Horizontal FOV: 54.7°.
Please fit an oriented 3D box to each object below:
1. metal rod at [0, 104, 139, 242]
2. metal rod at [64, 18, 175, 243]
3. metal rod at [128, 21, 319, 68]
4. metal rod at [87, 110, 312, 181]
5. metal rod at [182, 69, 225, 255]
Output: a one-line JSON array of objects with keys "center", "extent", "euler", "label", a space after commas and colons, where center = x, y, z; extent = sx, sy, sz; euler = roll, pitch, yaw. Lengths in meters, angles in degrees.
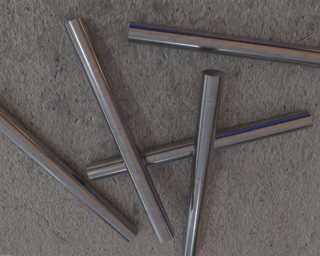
[{"center": [-0.141, 0.057, 0.429], "extent": [0.025, 0.025, 0.300], "euler": [-40, 106, 13], "label": "metal rod"}, {"center": [-0.046, 0.012, 0.392], "extent": [0.025, 0.025, 0.299], "euler": [-21, 101, 7], "label": "metal rod"}, {"center": [0.114, -0.096, 0.375], "extent": [0.302, 0.025, 0.025], "euler": [7, 110, -3], "label": "metal rod"}, {"center": [0.049, 0.025, 0.419], "extent": [0.301, 0.025, 0.025], "euler": [-14, 110, 5], "label": "metal rod"}, {"center": [0.053, 0.070, 0.414], "extent": [0.025, 0.025, 0.298], "euler": [2, 118, -1], "label": "metal rod"}]
